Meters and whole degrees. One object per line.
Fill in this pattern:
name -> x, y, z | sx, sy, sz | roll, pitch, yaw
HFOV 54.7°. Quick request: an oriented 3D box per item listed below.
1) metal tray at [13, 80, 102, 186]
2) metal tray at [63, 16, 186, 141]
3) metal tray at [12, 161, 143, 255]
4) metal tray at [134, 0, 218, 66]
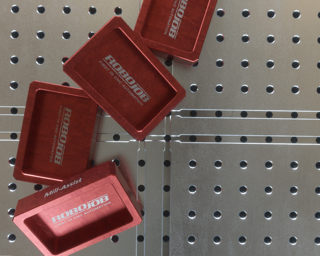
metal tray -> -0.132, 0.010, 0.409 | 0.091, 0.030, 0.129 | 10, 90, -1
metal tray -> -0.042, -0.058, 0.384 | 0.090, 0.030, 0.130 | -46, 112, -5
metal tray -> -0.099, 0.106, 0.389 | 0.131, 0.030, 0.090 | -24, 120, -1
metal tray -> 0.024, -0.158, 0.411 | 0.090, 0.030, 0.129 | 18, 90, -1
